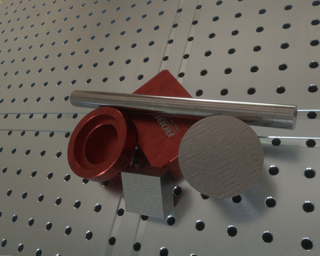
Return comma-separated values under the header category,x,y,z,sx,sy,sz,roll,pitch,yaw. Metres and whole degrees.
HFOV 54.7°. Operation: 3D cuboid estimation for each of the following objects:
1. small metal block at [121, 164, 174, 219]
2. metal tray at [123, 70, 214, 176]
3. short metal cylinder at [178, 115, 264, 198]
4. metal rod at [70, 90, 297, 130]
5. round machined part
category,x,y,z,sx,sy,sz,roll,pitch,yaw
small metal block,-0.014,0.071,0.353,0.050,0.025,0.050,3,106,28
metal tray,0.007,-0.010,0.407,0.090,0.030,0.130,-37,51,3
short metal cylinder,0.062,0.030,0.320,0.080,0.050,0.080,-2,81,11
metal rod,0.005,-0.027,0.381,0.300,0.025,0.025,7,65,31
round machined part,-0.072,0.024,0.412,0.098,0.042,0.098,-14,61,27
